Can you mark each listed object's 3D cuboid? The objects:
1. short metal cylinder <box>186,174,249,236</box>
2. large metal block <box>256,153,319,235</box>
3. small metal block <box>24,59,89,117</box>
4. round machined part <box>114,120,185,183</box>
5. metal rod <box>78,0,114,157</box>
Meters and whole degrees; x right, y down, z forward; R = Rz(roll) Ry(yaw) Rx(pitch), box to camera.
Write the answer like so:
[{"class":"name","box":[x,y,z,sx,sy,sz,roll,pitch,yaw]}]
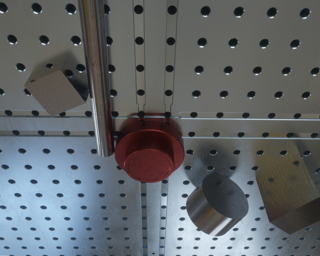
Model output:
[{"class":"short metal cylinder","box":[0.088,0.118,0.477,0.081,0.080,0.050,19,127,-16]},{"class":"large metal block","box":[0.201,0.098,0.462,0.050,0.080,0.080,34,122,-26]},{"class":"small metal block","box":[-0.122,-0.047,0.370,0.050,0.025,0.050,-20,128,15]},{"class":"round machined part","box":[-0.015,0.040,0.434,0.099,0.042,0.097,-1,130,0]},{"class":"metal rod","box":[-0.070,-0.081,0.341,0.025,0.025,0.298,2,130,-2]}]
